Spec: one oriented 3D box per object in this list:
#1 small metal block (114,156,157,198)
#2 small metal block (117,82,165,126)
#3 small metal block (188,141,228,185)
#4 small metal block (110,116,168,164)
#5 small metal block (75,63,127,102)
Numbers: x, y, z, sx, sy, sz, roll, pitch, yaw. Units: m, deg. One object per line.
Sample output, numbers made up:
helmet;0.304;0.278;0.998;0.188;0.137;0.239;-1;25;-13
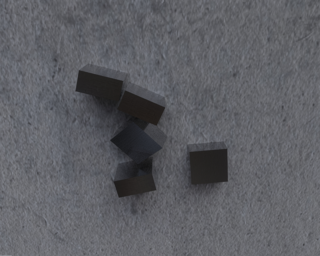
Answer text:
small metal block;-0.032;0.066;0.420;0.050;0.050;0.025;-12;110;4
small metal block;-0.022;-0.031;0.385;0.050;0.050;0.025;23;108;-9
small metal block;0.066;0.048;0.429;0.050;0.025;0.050;-5;110;1
small metal block;-0.028;0.013;0.405;0.050;0.025;0.050;43;127;-15
small metal block;-0.069;-0.056;0.375;0.050;0.050;0.025;13;110;-5
